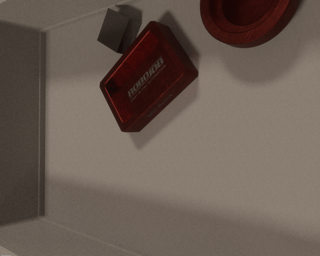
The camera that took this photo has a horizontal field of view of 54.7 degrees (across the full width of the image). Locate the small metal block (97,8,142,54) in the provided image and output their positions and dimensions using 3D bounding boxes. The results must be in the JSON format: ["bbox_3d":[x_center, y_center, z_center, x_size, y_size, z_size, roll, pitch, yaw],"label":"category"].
[{"bbox_3d":[-0.060,-0.141,0.454,0.050,0.025,0.050,37,113,33],"label":"small metal block"}]

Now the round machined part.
[{"bbox_3d":[0.094,-0.131,0.317,0.098,0.042,0.097,0,90,39],"label":"round machined part"}]

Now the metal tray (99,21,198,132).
[{"bbox_3d":[-0.021,-0.065,0.418,0.129,0.030,0.090,-42,65,31],"label":"metal tray"}]
